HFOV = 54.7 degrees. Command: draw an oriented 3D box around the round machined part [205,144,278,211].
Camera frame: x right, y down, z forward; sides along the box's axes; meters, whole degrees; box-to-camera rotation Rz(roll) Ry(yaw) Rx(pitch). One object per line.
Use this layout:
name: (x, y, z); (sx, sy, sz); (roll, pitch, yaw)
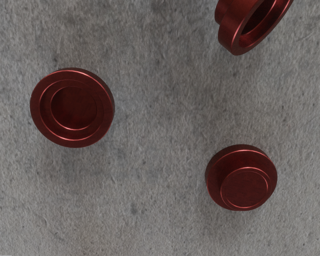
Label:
round machined part: (0.115, 0.075, 0.430); (0.099, 0.042, 0.097); (0, 110, -1)

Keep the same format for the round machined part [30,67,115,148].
round machined part: (-0.106, -0.028, 0.389); (0.099, 0.042, 0.097); (0, 110, -1)

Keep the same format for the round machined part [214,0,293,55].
round machined part: (0.098, -0.130, 0.334); (0.098, 0.098, 0.042); (-48, 70, 15)
